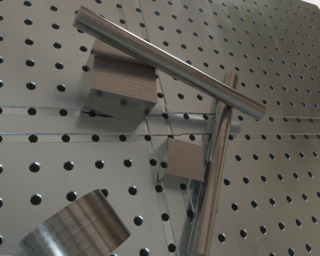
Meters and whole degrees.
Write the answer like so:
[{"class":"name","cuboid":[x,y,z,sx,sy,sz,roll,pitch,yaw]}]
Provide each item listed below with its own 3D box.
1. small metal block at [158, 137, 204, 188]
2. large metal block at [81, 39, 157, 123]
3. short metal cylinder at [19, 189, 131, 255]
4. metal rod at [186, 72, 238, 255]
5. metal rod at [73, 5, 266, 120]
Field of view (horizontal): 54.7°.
[{"class":"small metal block","cuboid":[0.027,0.045,0.395,0.050,0.025,0.050,16,55,-19]},{"class":"large metal block","cuboid":[-0.052,-0.060,0.401,0.081,0.050,0.080,11,57,-22]},{"class":"short metal cylinder","cuboid":[-0.073,0.098,0.274,0.081,0.080,0.050,-30,79,-38]},{"class":"metal rod","cuboid":[0.081,0.029,0.433,0.025,0.025,0.300,28,52,-11]},{"class":"metal rod","cuboid":[0.032,-0.074,0.414,0.302,0.025,0.025,22,53,-27]}]
